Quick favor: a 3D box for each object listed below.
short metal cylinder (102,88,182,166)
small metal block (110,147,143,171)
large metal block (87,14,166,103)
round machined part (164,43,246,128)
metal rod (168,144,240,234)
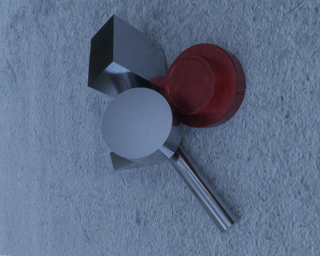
[{"bbox_3d":[-0.019,0.000,0.356,0.080,0.050,0.080,-4,73,15],"label":"short metal cylinder"},{"bbox_3d":[-0.029,0.036,0.413,0.050,0.050,0.025,-26,73,36],"label":"small metal block"},{"bbox_3d":[-0.040,-0.080,0.388,0.050,0.080,0.080,-33,48,36],"label":"large metal block"},{"bbox_3d":[0.044,-0.049,0.357,0.098,0.042,0.097,0,90,39],"label":"round machined part"},{"bbox_3d":[-0.003,0.003,0.408,0.025,0.025,0.300,-52,60,27],"label":"metal rod"}]
